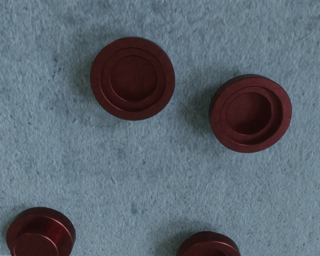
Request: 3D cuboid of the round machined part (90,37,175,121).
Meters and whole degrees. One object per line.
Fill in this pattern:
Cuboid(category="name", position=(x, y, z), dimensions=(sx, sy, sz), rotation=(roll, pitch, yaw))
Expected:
Cuboid(category="round machined part", position=(-0.032, -0.061, 0.378), dimensions=(0.099, 0.042, 0.097), rotation=(0, 110, -1))

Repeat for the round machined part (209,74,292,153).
Cuboid(category="round machined part", position=(0.111, -0.021, 0.395), dimensions=(0.099, 0.042, 0.097), rotation=(0, 110, -1))

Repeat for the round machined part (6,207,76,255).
Cuboid(category="round machined part", position=(-0.180, 0.171, 0.461), dimensions=(0.099, 0.042, 0.097), rotation=(0, 110, -1))

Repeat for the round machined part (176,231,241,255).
Cuboid(category="round machined part", position=(0.073, 0.199, 0.475), dimensions=(0.099, 0.042, 0.097), rotation=(0, 110, -1))
